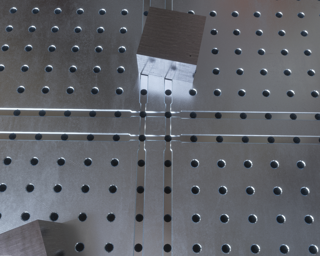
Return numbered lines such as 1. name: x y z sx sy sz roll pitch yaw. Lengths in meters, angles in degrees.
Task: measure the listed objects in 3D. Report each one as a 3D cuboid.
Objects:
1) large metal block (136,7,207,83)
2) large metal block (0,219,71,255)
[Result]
1. large metal block: 0.017 -0.118 0.442 0.080 0.050 0.080 11 70 4
2. large metal block: -0.130 0.147 0.327 0.050 0.080 0.080 -20 72 -7
